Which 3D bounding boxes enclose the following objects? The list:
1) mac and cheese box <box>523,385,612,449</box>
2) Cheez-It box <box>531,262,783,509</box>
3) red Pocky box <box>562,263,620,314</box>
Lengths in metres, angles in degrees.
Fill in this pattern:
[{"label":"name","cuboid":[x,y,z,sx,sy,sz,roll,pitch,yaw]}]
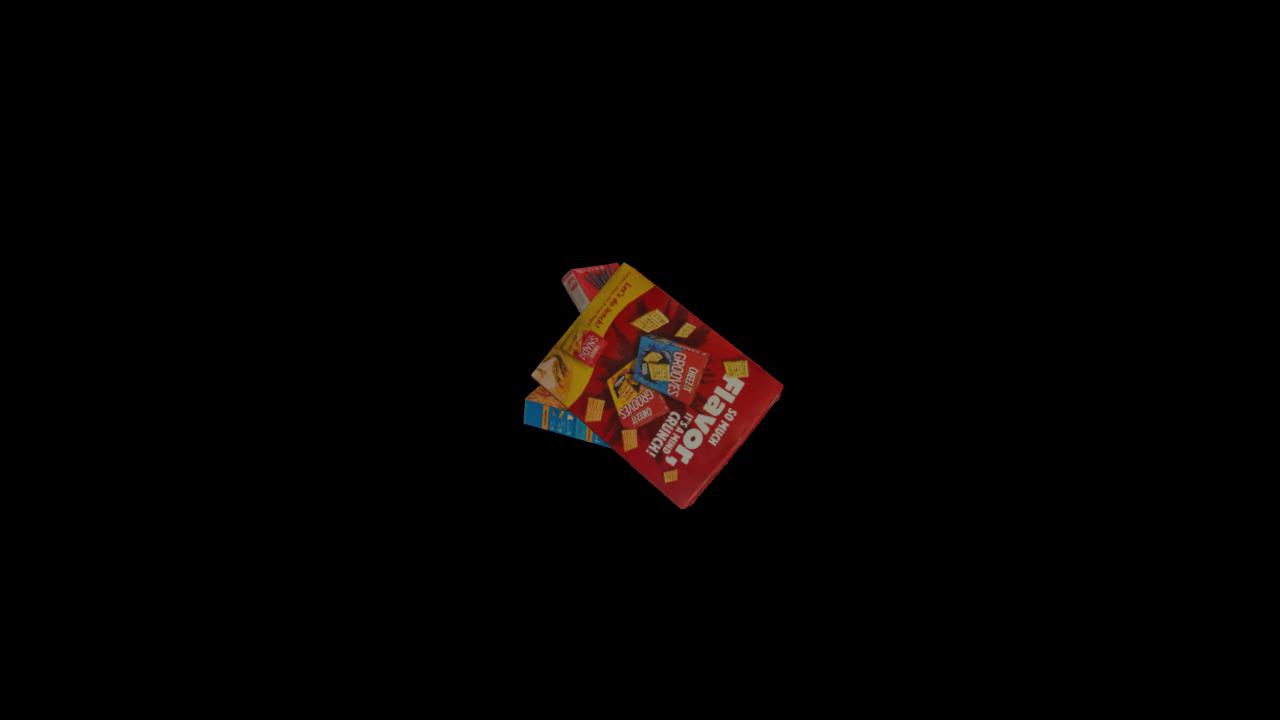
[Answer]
[{"label":"mac and cheese box","cuboid":[-0.034,0.065,0.728,0.184,0.041,0.093,14,25,13]},{"label":"Cheez-It box","cuboid":[0.018,0.026,0.670,0.223,0.166,0.071,39,-2,15]},{"label":"red Pocky box","cuboid":[-0.020,-0.040,0.704,0.028,0.155,0.083,-38,-12,38]}]
